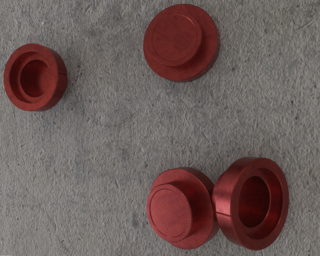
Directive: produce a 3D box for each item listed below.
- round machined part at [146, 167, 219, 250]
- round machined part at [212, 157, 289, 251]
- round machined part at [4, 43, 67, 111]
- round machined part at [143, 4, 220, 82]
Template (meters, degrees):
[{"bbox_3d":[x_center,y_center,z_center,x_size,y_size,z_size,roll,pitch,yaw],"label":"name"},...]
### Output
[{"bbox_3d":[0.022,0.098,0.376,0.098,0.042,0.097,2,93,40],"label":"round machined part"},{"bbox_3d":[0.097,0.081,0.346,0.042,0.099,0.097,-2,89,55],"label":"round machined part"},{"bbox_3d":[-0.179,-0.073,0.463,0.098,0.042,0.097,0,90,20],"label":"round machined part"},{"bbox_3d":[0.024,-0.109,0.391,0.098,0.042,0.097,0,90,20],"label":"round machined part"}]
